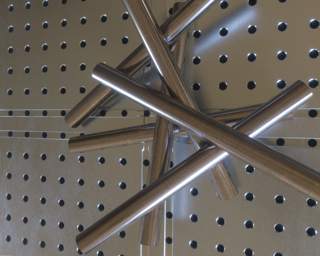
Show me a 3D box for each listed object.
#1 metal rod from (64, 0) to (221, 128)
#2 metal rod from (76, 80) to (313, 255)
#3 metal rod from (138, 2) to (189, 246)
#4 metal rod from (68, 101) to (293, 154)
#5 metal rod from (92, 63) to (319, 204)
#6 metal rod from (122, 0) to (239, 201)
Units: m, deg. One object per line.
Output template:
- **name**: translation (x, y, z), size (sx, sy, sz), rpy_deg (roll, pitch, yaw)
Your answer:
- **metal rod**: translation (-0.023, -0.090, 0.394), size (0.299, 0.025, 0.025), rpy_deg (-37, 78, 26)
- **metal rod**: translation (0.035, 0.045, 0.344), size (0.300, 0.025, 0.025), rpy_deg (-36, 78, 3)
- **metal rod**: translation (0.008, -0.011, 0.384), size (0.025, 0.025, 0.299), rpy_deg (6, 82, 20)
- **metal rod**: translation (0.012, 0.002, 0.408), size (0.300, 0.025, 0.025), rpy_deg (-10, 87, 19)
- **metal rod**: translation (0.041, -0.005, 0.331), size (0.300, 0.025, 0.025), rpy_deg (30, 100, 25)
- **metal rod**: translation (0.018, -0.050, 0.363), size (0.025, 0.025, 0.299), rpy_deg (-24, 97, 18)
